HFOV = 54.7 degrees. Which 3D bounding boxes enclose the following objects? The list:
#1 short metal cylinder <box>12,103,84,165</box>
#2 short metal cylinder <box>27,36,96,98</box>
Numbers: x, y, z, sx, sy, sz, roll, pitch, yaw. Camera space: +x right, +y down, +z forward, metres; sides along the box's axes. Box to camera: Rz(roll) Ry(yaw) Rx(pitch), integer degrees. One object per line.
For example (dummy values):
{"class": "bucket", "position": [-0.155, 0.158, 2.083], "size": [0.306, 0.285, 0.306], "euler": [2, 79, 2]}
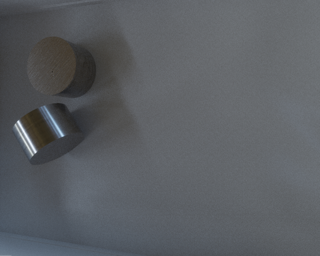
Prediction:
{"class": "short metal cylinder", "position": [-0.155, 0.009, 0.434], "size": [0.080, 0.080, 0.050], "euler": [-37, 79, 16]}
{"class": "short metal cylinder", "position": [-0.140, -0.085, 0.445], "size": [0.080, 0.050, 0.079], "euler": [0, 90, 19]}
